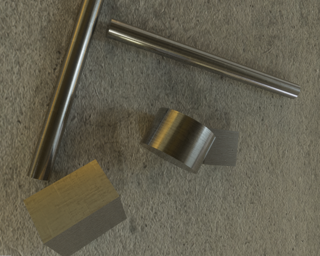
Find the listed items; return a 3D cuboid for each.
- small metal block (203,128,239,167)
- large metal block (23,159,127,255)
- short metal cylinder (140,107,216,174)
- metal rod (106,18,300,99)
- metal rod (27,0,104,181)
[{"bbox_3d":[0.082,0.027,0.441,0.050,0.025,0.050,7,88,-20],"label":"small metal block"},{"bbox_3d":[-0.088,0.091,0.341,0.080,0.080,0.050,-30,63,-18],"label":"large metal block"},{"bbox_3d":[0.022,0.016,0.389,0.080,0.080,0.050,32,80,-18],"label":"short metal cylinder"},{"bbox_3d":[0.074,-0.091,0.437,0.302,0.025,0.025,14,86,-20],"label":"metal rod"},{"bbox_3d":[-0.101,-0.086,0.371,0.025,0.025,0.299,17,84,-20],"label":"metal rod"}]
